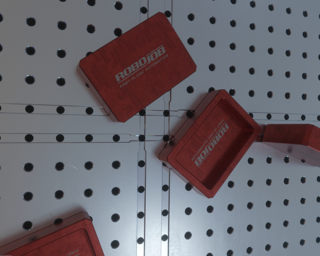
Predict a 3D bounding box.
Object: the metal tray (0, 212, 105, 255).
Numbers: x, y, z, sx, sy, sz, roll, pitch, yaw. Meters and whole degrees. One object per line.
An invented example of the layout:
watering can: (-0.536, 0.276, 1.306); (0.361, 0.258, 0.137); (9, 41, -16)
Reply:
metal tray: (-0.131, 0.167, 0.362); (0.131, 0.030, 0.090); (-21, 97, -19)

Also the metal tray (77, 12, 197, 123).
metal tray: (-0.027, -0.078, 0.401); (0.131, 0.030, 0.090); (-37, 102, -17)

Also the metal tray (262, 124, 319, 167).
metal tray: (0.234, 0.031, 0.466); (0.131, 0.090, 0.030); (22, 83, -19)

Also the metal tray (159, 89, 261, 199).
metal tray: (0.073, 0.021, 0.438); (0.090, 0.030, 0.130); (43, 76, -15)
